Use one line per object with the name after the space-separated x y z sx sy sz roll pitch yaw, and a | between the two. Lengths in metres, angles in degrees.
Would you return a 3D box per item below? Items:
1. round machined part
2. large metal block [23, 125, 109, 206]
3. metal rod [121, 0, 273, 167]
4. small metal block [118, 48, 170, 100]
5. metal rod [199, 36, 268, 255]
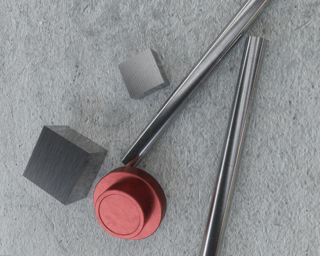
-0.044 0.103 0.403 0.098 0.042 0.097 5 106 18 | round machined part
-0.134 0.050 0.441 0.080 0.050 0.080 29 99 17 | large metal block
0.048 -0.065 0.391 0.025 0.025 0.299 42 103 15 | metal rod
-0.022 -0.071 0.416 0.050 0.025 0.050 -24 82 18 | small metal block
0.086 0.041 0.378 0.025 0.025 0.298 13 94 19 | metal rod
